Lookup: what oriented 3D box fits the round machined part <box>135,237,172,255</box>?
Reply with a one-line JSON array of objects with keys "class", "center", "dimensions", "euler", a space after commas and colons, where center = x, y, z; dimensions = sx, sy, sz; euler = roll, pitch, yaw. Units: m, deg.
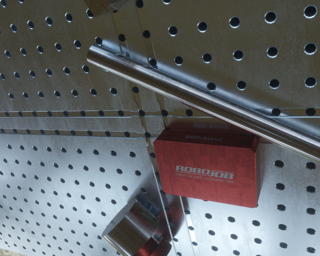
[{"class": "round machined part", "center": [-0.030, 0.214, 0.512], "dimensions": [0.042, 0.099, 0.097], "euler": [46, 129, 8]}]

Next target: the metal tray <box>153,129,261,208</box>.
[{"class": "metal tray", "center": [0.062, 0.052, 0.407], "dimensions": [0.130, 0.030, 0.089], "euler": [4, 120, 25]}]

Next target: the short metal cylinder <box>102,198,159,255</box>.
[{"class": "short metal cylinder", "center": [-0.047, 0.159, 0.497], "dimensions": [0.050, 0.080, 0.080], "euler": [44, 129, -3]}]

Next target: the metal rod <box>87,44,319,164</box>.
[{"class": "metal rod", "center": [0.048, -0.033, 0.364], "dimensions": [0.301, 0.025, 0.025], "euler": [25, 127, 12]}]

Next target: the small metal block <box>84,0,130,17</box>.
[{"class": "small metal block", "center": [-0.062, -0.153, 0.332], "dimensions": [0.025, 0.050, 0.050], "euler": [-24, 105, 36]}]
